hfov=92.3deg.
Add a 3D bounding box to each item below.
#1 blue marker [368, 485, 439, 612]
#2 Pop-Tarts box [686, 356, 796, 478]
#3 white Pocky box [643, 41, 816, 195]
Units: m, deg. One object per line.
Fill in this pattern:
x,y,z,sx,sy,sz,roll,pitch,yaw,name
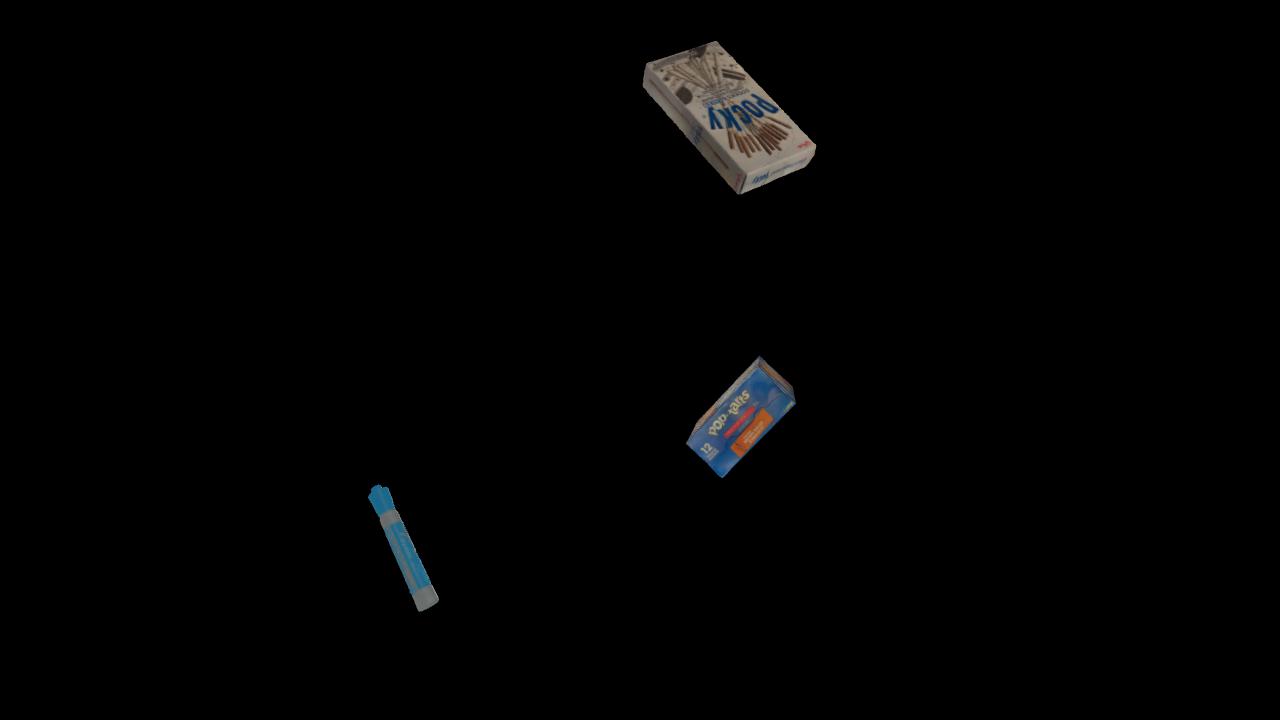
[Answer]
-0.215,0.166,0.554,0.020,0.121,0.020,-30,-18,-11,blue marker
0.166,0.088,1.000,0.083,0.167,0.141,42,13,4,Pop-Tarts box
0.078,-0.221,0.554,0.084,0.154,0.028,-27,-21,-21,white Pocky box
